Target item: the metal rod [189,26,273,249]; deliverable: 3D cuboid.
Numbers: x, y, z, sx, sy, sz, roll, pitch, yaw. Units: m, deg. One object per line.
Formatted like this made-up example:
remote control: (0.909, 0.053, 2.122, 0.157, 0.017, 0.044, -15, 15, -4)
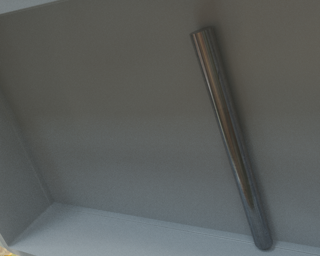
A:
metal rod: (0.093, 0.028, 0.376, 0.025, 0.025, 0.299, -8, 115, 32)
